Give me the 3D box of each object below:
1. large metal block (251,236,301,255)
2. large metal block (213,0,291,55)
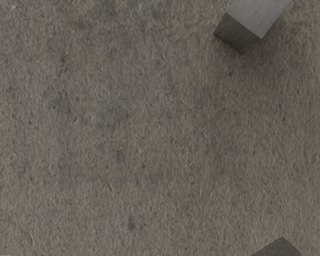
[{"bbox_3d":[0.155,0.203,0.400,0.080,0.050,0.080,-32,90,0],"label":"large metal block"},{"bbox_3d":[0.117,-0.146,0.384,0.050,0.080,0.080,37,90,-1],"label":"large metal block"}]
